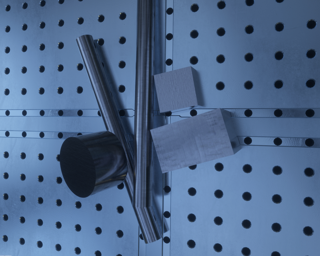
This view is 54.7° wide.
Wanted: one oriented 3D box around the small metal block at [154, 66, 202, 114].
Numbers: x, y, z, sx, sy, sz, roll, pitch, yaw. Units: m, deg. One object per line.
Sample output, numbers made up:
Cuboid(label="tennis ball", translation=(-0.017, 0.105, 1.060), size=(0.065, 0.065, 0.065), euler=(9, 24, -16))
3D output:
Cuboid(label="small metal block", translation=(0.023, -0.048, 0.404), size=(0.050, 0.025, 0.050), euler=(-11, 87, 19))

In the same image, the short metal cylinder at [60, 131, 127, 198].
Cuboid(label="short metal cylinder", translation=(-0.090, 0.047, 0.415), size=(0.080, 0.050, 0.079), euler=(10, 105, 41))

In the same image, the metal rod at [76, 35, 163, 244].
Cuboid(label="metal rod", translation=(-0.059, 0.010, 0.432), size=(0.025, 0.025, 0.299), euler=(-22, 83, 18))

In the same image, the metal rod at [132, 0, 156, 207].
Cuboid(label="metal rod", translation=(-0.020, -0.050, 0.406), size=(0.025, 0.025, 0.298), euler=(-1, 85, 19))

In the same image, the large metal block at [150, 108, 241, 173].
Cuboid(label="large metal block", translation=(0.046, 0.014, 0.367), size=(0.080, 0.080, 0.050), euler=(-18, 84, 19))
